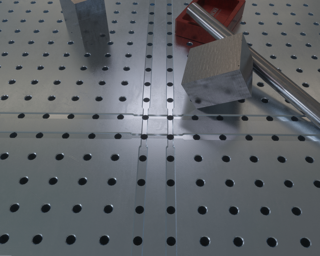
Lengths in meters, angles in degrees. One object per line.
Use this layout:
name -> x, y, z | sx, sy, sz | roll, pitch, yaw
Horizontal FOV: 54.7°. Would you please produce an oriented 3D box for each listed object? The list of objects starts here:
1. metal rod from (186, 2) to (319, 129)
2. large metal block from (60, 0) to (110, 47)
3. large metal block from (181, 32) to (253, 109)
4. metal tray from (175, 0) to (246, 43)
metal rod -> 0.144, -0.101, 0.470 | 0.025, 0.025, 0.300 | -30, 63, -22
large metal block -> -0.134, -0.203, 0.542 | 0.050, 0.080, 0.080 | -27, 55, -21
large metal block -> 0.083, -0.080, 0.437 | 0.080, 0.050, 0.080 | -11, 45, 29
metal tray -> 0.095, -0.208, 0.579 | 0.090, 0.030, 0.130 | 22, 53, 17
